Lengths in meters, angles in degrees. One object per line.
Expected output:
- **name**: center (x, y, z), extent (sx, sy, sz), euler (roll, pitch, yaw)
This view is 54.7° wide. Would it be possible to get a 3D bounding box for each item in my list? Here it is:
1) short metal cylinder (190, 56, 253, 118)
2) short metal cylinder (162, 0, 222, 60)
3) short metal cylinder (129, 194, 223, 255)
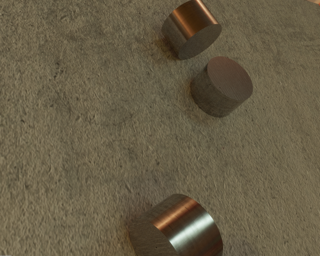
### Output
- **short metal cylinder**: center (0.094, -0.063, 0.476), extent (0.081, 0.050, 0.080), euler (14, 56, -21)
- **short metal cylinder**: center (0.050, -0.154, 0.489), extent (0.081, 0.080, 0.050), euler (-23, 74, -36)
- **short metal cylinder**: center (0.015, 0.113, 0.307), extent (0.050, 0.080, 0.080), euler (-25, 76, -37)
